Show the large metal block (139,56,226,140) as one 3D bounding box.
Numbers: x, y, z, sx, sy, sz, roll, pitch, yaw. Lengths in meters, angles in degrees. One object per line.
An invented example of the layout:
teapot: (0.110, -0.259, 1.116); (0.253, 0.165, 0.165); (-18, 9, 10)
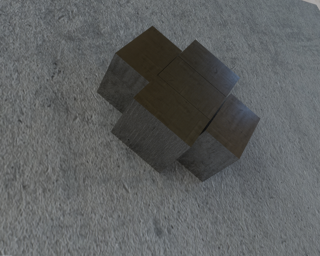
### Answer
large metal block: (0.024, -0.031, 0.404); (0.080, 0.080, 0.050); (41, 51, -1)

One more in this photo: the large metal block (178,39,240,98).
large metal block: (0.049, -0.061, 0.436); (0.080, 0.080, 0.050); (41, 51, -1)

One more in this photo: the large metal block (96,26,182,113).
large metal block: (-0.028, -0.072, 0.401); (0.050, 0.080, 0.080); (41, 51, -1)

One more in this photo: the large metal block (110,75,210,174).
large metal block: (-0.002, -0.002, 0.372); (0.080, 0.080, 0.050); (41, 51, -1)

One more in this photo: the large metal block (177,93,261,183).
large metal block: (0.073, 0.014, 0.404); (0.050, 0.080, 0.080); (41, 51, -1)
